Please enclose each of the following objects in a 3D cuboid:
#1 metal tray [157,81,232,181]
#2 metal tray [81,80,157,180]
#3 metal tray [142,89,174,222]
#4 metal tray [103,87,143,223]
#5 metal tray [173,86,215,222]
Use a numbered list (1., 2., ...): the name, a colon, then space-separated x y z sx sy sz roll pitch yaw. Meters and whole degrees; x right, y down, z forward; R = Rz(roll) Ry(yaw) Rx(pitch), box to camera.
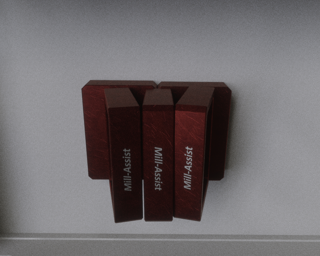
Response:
1. metal tray: 0.041 0.006 0.409 0.091 0.030 0.129 0 110 -1
2. metal tray: -0.050 0.004 0.407 0.091 0.030 0.129 0 110 -1
3. metal tray: -0.002 0.027 0.351 0.030 0.090 0.129 0 108 0
4. metal tray: -0.042 0.027 0.349 0.030 0.090 0.129 -4 111 -12
5. metal tray: 0.039 0.025 0.350 0.030 0.090 0.129 5 111 13
